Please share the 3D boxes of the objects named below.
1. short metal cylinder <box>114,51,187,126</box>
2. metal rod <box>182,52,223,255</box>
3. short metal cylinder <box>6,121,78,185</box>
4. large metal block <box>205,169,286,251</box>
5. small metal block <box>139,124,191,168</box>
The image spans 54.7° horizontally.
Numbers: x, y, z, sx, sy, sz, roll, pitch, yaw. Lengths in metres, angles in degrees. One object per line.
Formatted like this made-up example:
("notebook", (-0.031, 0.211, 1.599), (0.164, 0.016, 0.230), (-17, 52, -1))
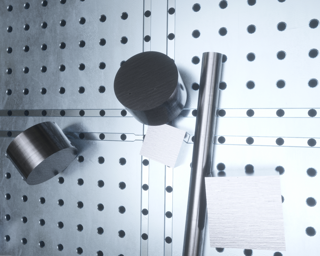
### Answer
("short metal cylinder", (-0.011, -0.049, 0.390), (0.080, 0.050, 0.080), (-5, 68, 14))
("metal rod", (0.052, 0.056, 0.394), (0.025, 0.025, 0.298), (6, 92, 20))
("short metal cylinder", (-0.167, 0.036, 0.442), (0.080, 0.080, 0.050), (-45, 76, 14))
("large metal block", (0.101, 0.093, 0.364), (0.080, 0.050, 0.080), (-5, 88, 20))
("small metal block", (0.007, 0.020, 0.410), (0.050, 0.025, 0.050), (20, 97, 18))
